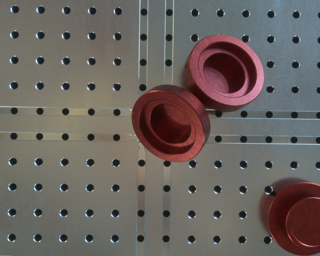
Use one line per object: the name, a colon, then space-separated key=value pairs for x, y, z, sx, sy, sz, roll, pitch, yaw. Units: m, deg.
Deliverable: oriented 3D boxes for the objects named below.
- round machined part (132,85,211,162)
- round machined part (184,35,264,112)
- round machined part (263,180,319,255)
round machined part: x=0.017 y=-0.009 z=0.389 sx=0.098 sy=0.042 sz=0.097 roll=15 pitch=124 yaw=24
round machined part: x=0.078 y=-0.065 z=0.395 sx=0.099 sy=0.042 sz=0.098 roll=5 pitch=71 yaw=-13
round machined part: x=0.192 y=0.120 z=0.408 sx=0.099 sy=0.042 sz=0.097 roll=0 pitch=90 yaw=-1
